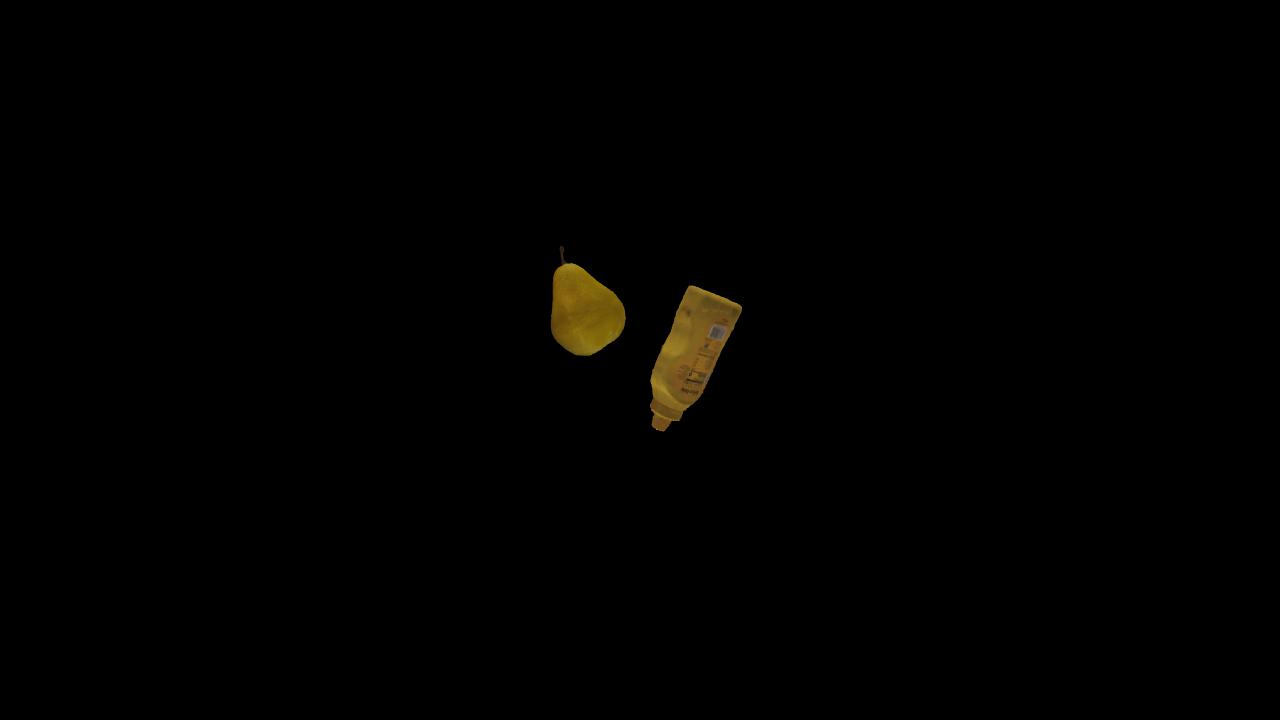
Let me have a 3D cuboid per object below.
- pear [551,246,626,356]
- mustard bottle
[{"bbox_3d":[-0.066,-0.061,0.639,0.080,0.111,0.080,-30,13,8],"label":"pear"},{"bbox_3d":[0.058,0.005,0.759,0.054,0.184,0.092,29,11,34],"label":"mustard bottle"}]
